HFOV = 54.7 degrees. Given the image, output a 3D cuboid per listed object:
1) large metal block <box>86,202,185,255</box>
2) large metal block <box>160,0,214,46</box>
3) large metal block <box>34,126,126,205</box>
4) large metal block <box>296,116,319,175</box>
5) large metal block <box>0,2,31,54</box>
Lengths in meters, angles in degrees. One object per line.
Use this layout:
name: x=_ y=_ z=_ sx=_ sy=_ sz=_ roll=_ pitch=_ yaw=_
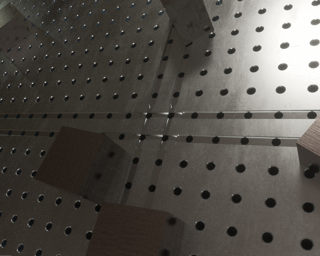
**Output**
large metal block: x=-0.027 y=0.129 z=0.326 sx=0.080 sy=0.050 sz=0.080 roll=1 pitch=62 yaw=28
large metal block: x=0.033 y=-0.188 z=0.470 sx=0.050 sy=0.080 sz=0.080 roll=-28 pitch=52 yaw=10
large metal block: x=-0.106 y=0.049 z=0.416 sx=0.080 sy=0.050 sz=0.080 roll=10 pitch=66 yaw=32
large metal block: x=0.188 y=0.015 z=0.284 sx=0.080 sy=0.050 sz=0.080 roll=-47 pitch=52 yaw=-5
large metal block: x=-0.354 y=-0.231 z=0.716 sx=0.080 sy=0.050 sz=0.080 roll=-35 pitch=52 yaw=5
